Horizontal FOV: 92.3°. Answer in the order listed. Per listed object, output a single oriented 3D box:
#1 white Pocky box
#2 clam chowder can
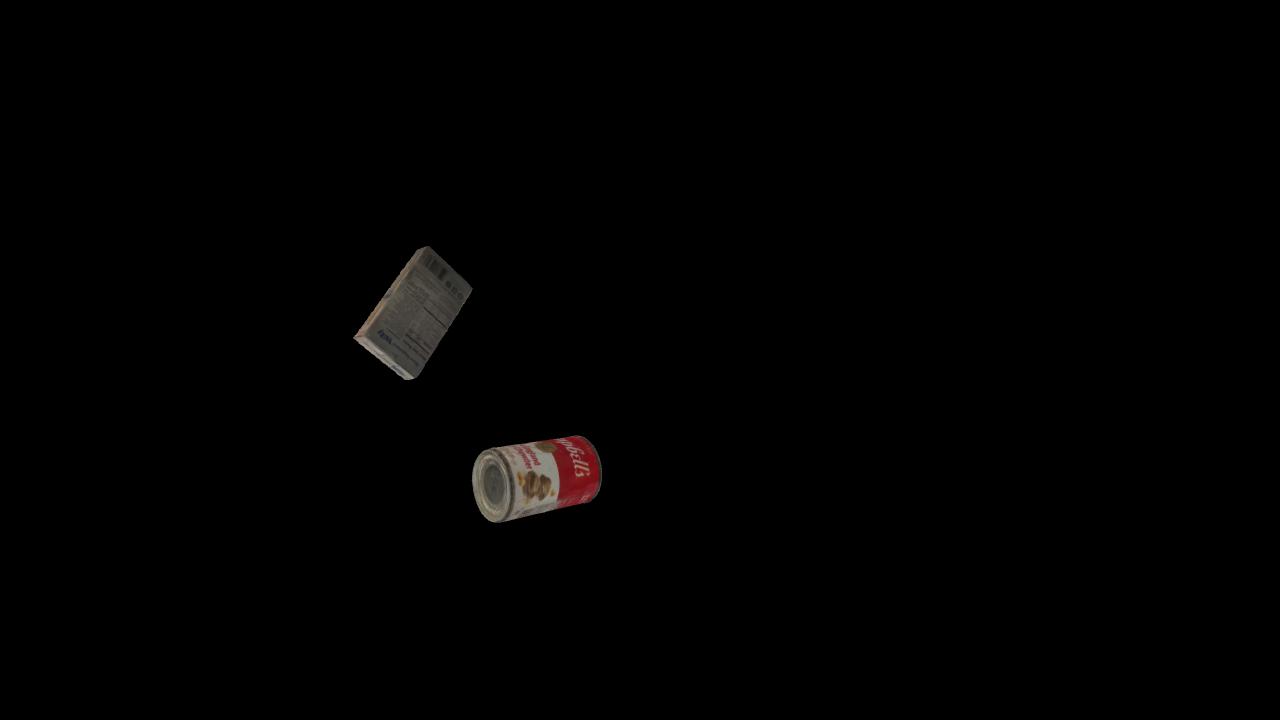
[{"bbox_3d":[-0.275,-0.060,0.762,0.028,0.154,0.084,-9,-44,37],"label":"white Pocky box"},{"bbox_3d":[-0.096,0.110,0.576,0.102,0.068,0.068,-3,2,-44],"label":"clam chowder can"}]
